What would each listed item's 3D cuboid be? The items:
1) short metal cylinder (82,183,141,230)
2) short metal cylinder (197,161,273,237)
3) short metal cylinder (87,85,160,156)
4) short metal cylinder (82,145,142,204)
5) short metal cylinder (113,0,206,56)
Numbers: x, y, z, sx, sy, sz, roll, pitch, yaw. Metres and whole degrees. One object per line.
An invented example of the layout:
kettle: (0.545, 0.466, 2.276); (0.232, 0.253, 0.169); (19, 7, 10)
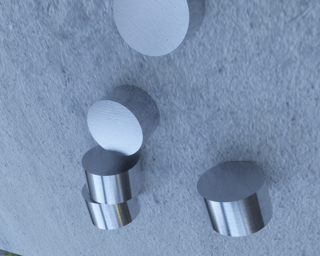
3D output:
short metal cylinder: (-0.073, 0.107, 0.475); (0.080, 0.080, 0.050); (5, 121, 25)
short metal cylinder: (0.090, 0.083, 0.374); (0.080, 0.080, 0.050); (-5, 116, 30)
short metal cylinder: (-0.047, -0.010, 0.407); (0.080, 0.050, 0.079); (13, 124, 20)
short metal cylinder: (-0.067, 0.062, 0.444); (0.080, 0.080, 0.050); (11, 123, 22)
short metal cylinder: (0.000, -0.120, 0.316); (0.080, 0.050, 0.079); (13, 124, 20)
